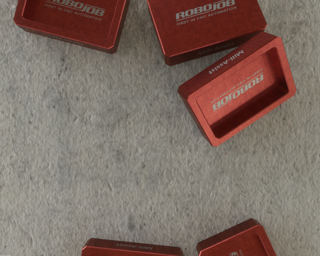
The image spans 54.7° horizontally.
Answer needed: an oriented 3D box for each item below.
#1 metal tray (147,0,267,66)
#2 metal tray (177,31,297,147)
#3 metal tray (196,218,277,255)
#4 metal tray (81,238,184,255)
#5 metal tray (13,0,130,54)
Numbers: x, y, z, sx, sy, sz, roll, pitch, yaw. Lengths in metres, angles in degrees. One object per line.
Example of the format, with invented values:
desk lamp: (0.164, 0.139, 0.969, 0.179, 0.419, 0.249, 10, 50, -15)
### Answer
metal tray: (0.058, -0.142, 0.398, 0.131, 0.030, 0.090, -16, 77, -1)
metal tray: (0.098, -0.046, 0.386, 0.130, 0.030, 0.090, -34, 124, 0)
metal tray: (0.116, 0.198, 0.409, 0.090, 0.030, 0.129, -25, 90, -1)
metal tray: (-0.038, 0.200, 0.407, 0.131, 0.030, 0.089, 6, 90, -1)
metal tray: (-0.112, -0.158, 0.405, 0.131, 0.030, 0.089, 15, 90, -1)
